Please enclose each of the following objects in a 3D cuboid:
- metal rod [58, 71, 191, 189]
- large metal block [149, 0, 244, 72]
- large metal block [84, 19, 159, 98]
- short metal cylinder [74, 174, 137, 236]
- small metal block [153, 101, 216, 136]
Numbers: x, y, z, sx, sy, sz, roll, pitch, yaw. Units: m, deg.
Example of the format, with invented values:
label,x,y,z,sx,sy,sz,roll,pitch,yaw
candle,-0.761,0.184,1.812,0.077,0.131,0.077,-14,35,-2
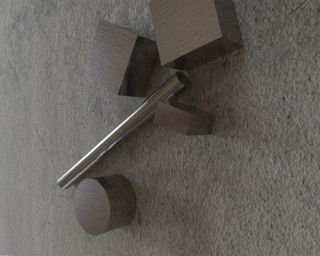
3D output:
label,x,y,z,sx,sy,sz,roll,pitch,yaw
metal rod,-0.069,0.018,0.461,0.299,0.025,0.025,-38,67,33
large metal block,0.040,-0.120,0.356,0.080,0.050,0.080,-18,79,38
large metal block,-0.053,-0.096,0.432,0.080,0.050,0.079,33,111,35
short metal cylinder,-0.081,0.111,0.456,0.080,0.050,0.080,0,90,40
small metal block,0.029,-0.011,0.365,0.050,0.050,0.025,24,105,37
